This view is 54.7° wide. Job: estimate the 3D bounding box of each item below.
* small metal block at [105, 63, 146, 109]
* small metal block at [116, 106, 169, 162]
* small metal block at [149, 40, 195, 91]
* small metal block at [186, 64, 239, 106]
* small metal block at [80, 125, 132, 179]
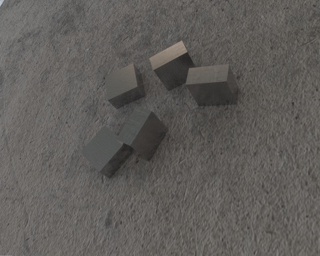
[{"bbox_3d":[-0.053,-0.064,0.471,0.050,0.025,0.050,-23,53,14],"label":"small metal block"},{"bbox_3d":[-0.021,0.008,0.394,0.025,0.050,0.050,20,73,36],"label":"small metal block"},{"bbox_3d":[0.021,-0.085,0.429,0.050,0.050,0.025,-26,53,12],"label":"small metal block"},{"bbox_3d":[0.066,-0.052,0.385,0.050,0.050,0.025,-1,62,28],"label":"small metal block"},{"bbox_3d":[-0.072,0.032,0.422,0.050,0.025,0.050,-49,52,-7],"label":"small metal block"}]
